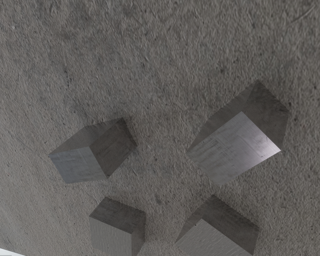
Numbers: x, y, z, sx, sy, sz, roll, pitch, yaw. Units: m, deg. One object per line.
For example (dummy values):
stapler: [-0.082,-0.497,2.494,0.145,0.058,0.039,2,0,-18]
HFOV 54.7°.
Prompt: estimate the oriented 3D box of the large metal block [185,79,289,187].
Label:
large metal block: [0.084,0.004,0.330,0.050,0.080,0.080,45,129,-3]

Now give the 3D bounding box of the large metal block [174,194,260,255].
large metal block: [0.081,0.155,0.444,0.080,0.050,0.079,36,129,4]

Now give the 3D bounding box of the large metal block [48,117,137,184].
large metal block: [-0.093,0.032,0.440,0.080,0.080,0.050,-12,112,33]

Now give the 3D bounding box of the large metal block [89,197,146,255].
large metal block: [-0.073,0.178,0.539,0.080,0.050,0.079,16,125,19]
